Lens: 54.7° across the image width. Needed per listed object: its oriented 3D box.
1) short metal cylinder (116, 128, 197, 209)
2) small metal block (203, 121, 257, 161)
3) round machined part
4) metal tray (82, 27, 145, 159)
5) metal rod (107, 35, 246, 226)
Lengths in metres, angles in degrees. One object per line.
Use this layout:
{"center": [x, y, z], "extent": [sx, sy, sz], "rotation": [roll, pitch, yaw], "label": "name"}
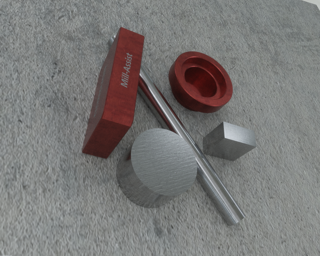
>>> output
{"center": [-0.005, 0.047, 0.359], "extent": [0.081, 0.050, 0.080], "rotation": [14, 56, -21], "label": "short metal cylinder"}
{"center": [0.095, 0.020, 0.427], "extent": [0.050, 0.050, 0.025], "rotation": [15, 56, -20], "label": "small metal block"}
{"center": [0.056, -0.064, 0.465], "extent": [0.099, 0.042, 0.098], "rotation": [14, 56, -21], "label": "round machined part"}
{"center": [-0.054, -0.041, 0.360], "extent": [0.030, 0.090, 0.130], "rotation": [17, 55, -19], "label": "metal tray"}
{"center": [0.016, -0.005, 0.420], "extent": [0.025, 0.025, 0.299], "rotation": [-25, 75, -37], "label": "metal rod"}
